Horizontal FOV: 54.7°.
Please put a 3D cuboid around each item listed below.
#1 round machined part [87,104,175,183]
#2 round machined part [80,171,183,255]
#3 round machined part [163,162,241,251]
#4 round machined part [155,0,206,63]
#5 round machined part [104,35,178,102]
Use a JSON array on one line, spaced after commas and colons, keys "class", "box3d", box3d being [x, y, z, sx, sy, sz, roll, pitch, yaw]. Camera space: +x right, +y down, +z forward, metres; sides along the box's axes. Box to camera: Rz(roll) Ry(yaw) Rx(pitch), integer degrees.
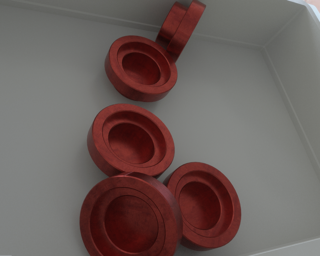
[{"class": "round machined part", "box3d": [-0.036, 0.022, 0.357, 0.099, 0.042, 0.098, 18, 47, -19]}, {"class": "round machined part", "box3d": [-0.025, 0.091, 0.304, 0.098, 0.098, 0.042, 54, 16, 9]}, {"class": "round machined part", "box3d": [0.042, 0.093, 0.362, 0.099, 0.042, 0.098, 14, 56, -21]}, {"class": "round machined part", "box3d": [0.026, -0.149, 0.466, 0.042, 0.097, 0.098, 28, 52, -5]}, {"class": "round machined part", "box3d": [-0.029, -0.076, 0.427, 0.099, 0.042, 0.098, 14, 56, -21]}]
